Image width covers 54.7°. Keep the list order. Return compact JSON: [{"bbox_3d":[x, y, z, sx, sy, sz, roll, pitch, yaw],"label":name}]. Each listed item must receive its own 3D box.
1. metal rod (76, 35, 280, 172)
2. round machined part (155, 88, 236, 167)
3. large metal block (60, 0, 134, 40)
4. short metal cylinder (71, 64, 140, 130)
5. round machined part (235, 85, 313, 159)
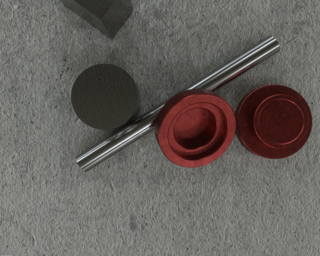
[{"bbox_3d":[0.024,-0.032,0.410,0.301,0.025,0.025,-32,90,0],"label":"metal rod"},{"bbox_3d":[0.041,-0.003,0.389,0.099,0.042,0.097,-6,115,-13],"label":"round machined part"},{"bbox_3d":[-0.083,-0.163,0.382,0.080,0.080,0.050,36,90,0],"label":"large metal block"},{"bbox_3d":[-0.066,-0.038,0.397,0.081,0.050,0.080,0,90,0],"label":"short metal cylinder"},{"bbox_3d":[0.150,-0.008,0.403,0.099,0.042,0.097,0,90,0],"label":"round machined part"}]
